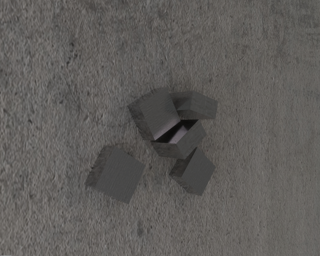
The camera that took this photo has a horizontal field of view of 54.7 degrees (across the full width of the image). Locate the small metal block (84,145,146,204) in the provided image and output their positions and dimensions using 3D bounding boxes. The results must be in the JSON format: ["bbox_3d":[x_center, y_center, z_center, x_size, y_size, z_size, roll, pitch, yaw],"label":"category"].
[{"bbox_3d":[-0.051,0.054,0.362,0.050,0.025,0.050,37,67,-34],"label":"small metal block"}]

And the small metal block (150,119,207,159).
[{"bbox_3d":[0.024,0.014,0.409,0.050,0.050,0.025,-44,117,-31],"label":"small metal block"}]

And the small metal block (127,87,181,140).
[{"bbox_3d":[-0.007,-0.019,0.399,0.050,0.025,0.050,-37,113,-34],"label":"small metal block"}]

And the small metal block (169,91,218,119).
[{"bbox_3d":[0.042,-0.030,0.423,0.050,0.050,0.025,16,80,-39],"label":"small metal block"}]

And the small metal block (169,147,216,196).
[{"bbox_3d":[0.047,0.062,0.444,0.050,0.025,0.050,46,63,-30],"label":"small metal block"}]
